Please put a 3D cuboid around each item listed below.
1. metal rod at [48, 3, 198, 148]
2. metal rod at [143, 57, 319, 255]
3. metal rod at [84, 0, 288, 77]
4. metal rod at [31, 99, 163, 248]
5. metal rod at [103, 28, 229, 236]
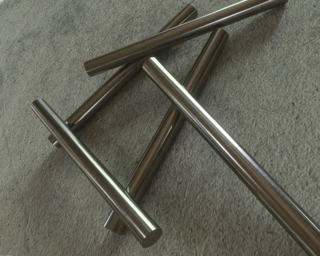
[{"bbox_3d":[-0.056,-0.083,0.483,0.300,0.025,0.025,-44,51,-3],"label":"metal rod"},{"bbox_3d":[0.066,0.014,0.339,0.025,0.025,0.300,-40,58,1],"label":"metal rod"},{"bbox_3d":[0.031,-0.137,0.450,0.301,0.025,0.025,-19,54,9],"label":"metal rod"},{"bbox_3d":[-0.100,0.037,0.400,0.025,0.025,0.300,-48,51,-5],"label":"metal rod"},{"bbox_3d":[0.016,-0.007,0.399,0.025,0.025,0.300,18,71,35],"label":"metal rod"}]
